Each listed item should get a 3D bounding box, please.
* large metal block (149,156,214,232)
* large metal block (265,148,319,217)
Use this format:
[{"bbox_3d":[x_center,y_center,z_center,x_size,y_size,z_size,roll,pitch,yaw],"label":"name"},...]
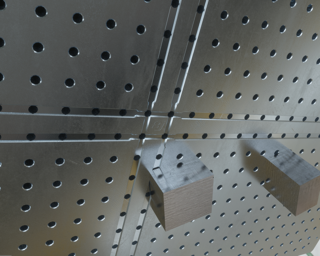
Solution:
[{"bbox_3d":[0.033,0.099,0.473,0.081,0.050,0.080,-16,125,-19],"label":"large metal block"},{"bbox_3d":[0.241,0.098,0.566,0.050,0.080,0.080,-22,127,-15],"label":"large metal block"}]
